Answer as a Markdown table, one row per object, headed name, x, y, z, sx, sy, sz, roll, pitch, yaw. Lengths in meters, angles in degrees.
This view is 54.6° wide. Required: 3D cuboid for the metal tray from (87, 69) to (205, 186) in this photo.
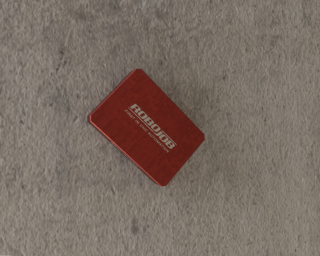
| name | x | y | z | sx | sy | sz | roll | pitch | yaw |
| --- | --- | --- | --- | --- | --- | --- | --- | --- | --- |
| metal tray | -0.016 | 0.000 | 0.400 | 0.130 | 0.030 | 0.090 | 45 | 76 | -15 |
